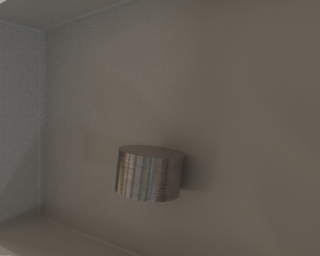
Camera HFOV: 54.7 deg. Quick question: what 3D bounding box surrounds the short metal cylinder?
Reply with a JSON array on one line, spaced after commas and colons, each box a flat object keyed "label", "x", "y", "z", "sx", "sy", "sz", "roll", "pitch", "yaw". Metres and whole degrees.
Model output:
[{"label": "short metal cylinder", "x": -0.013, "y": 0.053, "z": 0.380, "sx": 0.080, "sy": 0.081, "sz": 0.050, "roll": 11, "pitch": 97, "yaw": 39}]
